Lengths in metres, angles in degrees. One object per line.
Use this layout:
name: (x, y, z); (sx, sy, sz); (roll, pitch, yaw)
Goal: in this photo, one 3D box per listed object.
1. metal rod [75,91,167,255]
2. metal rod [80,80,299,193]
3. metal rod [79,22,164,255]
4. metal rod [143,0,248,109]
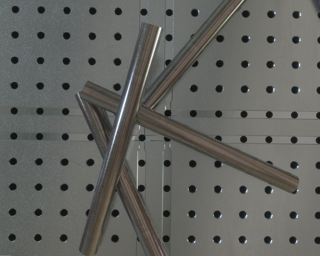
metal rod: (-0.041, 0.089, 0.412); (0.025, 0.025, 0.299); (-24, 90, 0)
metal rod: (0.042, 0.014, 0.402); (0.301, 0.025, 0.025); (24, 90, -5)
metal rod: (-0.052, 0.024, 0.378); (0.025, 0.025, 0.298); (17, 103, -1)
metal rod: (0.078, -0.144, 0.414); (0.025, 0.025, 0.300); (40, 90, -1)
